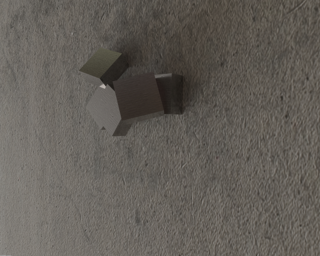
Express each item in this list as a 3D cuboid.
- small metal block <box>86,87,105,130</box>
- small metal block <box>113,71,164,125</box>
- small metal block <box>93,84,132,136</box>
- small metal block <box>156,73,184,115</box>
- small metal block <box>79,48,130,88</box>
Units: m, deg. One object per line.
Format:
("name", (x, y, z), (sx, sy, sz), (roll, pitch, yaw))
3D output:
("small metal block", (-0.080, -0.032, 0.469), (0.050, 0.025, 0.050), (-52, 60, 27))
("small metal block", (-0.026, -0.036, 0.377), (0.050, 0.025, 0.050), (-14, 78, -2))
("small metal block", (-0.058, -0.024, 0.418), (0.050, 0.025, 0.050), (45, 117, 30))
("small metal block", (0.002, -0.043, 0.403), (0.050, 0.025, 0.050), (3, 92, 39))
("small metal block", (-0.082, -0.088, 0.457), (0.050, 0.025, 0.050), (24, 68, 37))
